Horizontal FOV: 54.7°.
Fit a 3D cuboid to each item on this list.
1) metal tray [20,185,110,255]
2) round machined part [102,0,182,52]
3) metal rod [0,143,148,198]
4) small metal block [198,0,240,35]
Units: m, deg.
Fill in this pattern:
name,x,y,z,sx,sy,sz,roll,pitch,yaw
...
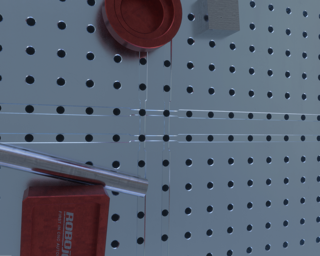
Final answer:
name,x,y,z,sx,sy,sz,roll,pitch,yaw
metal tray,-0.110,0.133,0.356,0.091,0.030,0.129,3,100,-21
round machined part,-0.025,-0.146,0.395,0.099,0.042,0.097,0,90,-21
metal rod,-0.156,0.037,0.355,0.302,0.025,0.025,17,84,-20
small metal block,0.085,-0.163,0.445,0.050,0.025,0.050,-4,92,-20
